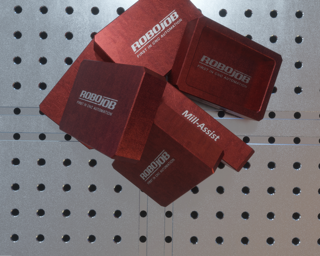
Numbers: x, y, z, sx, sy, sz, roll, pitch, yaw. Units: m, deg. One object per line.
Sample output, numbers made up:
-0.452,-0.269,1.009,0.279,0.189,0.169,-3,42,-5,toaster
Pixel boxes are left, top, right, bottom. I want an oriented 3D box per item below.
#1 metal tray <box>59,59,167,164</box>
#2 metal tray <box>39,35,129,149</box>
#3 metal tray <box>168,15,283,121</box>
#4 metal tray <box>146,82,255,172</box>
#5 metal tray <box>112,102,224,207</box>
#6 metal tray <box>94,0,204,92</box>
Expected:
-0.058,-0.024,0.337,0.030,0.130,0.090,19,90,-42,metal tray
-0.081,-0.048,0.410,0.090,0.030,0.130,39,90,-1,metal tray
0.083,-0.070,0.387,0.131,0.030,0.090,18,90,-23,metal tray
0.044,-0.003,0.380,0.130,0.090,0.030,38,90,0,metal tray
0.003,0.038,0.365,0.090,0.129,0.030,38,51,0,metal tray
-0.007,-0.114,0.392,0.130,0.030,0.090,-44,93,-14,metal tray
